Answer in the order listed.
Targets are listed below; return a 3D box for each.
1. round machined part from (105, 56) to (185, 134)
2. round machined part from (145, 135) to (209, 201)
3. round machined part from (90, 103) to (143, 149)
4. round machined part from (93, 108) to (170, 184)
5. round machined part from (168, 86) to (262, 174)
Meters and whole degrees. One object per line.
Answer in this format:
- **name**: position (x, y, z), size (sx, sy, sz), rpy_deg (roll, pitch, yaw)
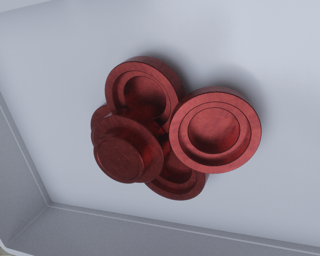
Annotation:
- **round machined part**: position (-0.014, -0.040, 0.377), size (0.098, 0.042, 0.097), rpy_deg (13, 124, 20)
- **round machined part**: position (0.019, 0.045, 0.412), size (0.098, 0.042, 0.097), rpy_deg (13, 124, 20)
- **round machined part**: position (-0.056, 0.012, 0.428), size (0.098, 0.042, 0.097), rpy_deg (13, 124, 20)
- **round machined part**: position (-0.041, 0.029, 0.377), size (0.098, 0.042, 0.097), rpy_deg (13, 124, 20)
- **round machined part**: position (0.060, -0.001, 0.349), size (0.099, 0.042, 0.097), rpy_deg (2, 114, 4)
